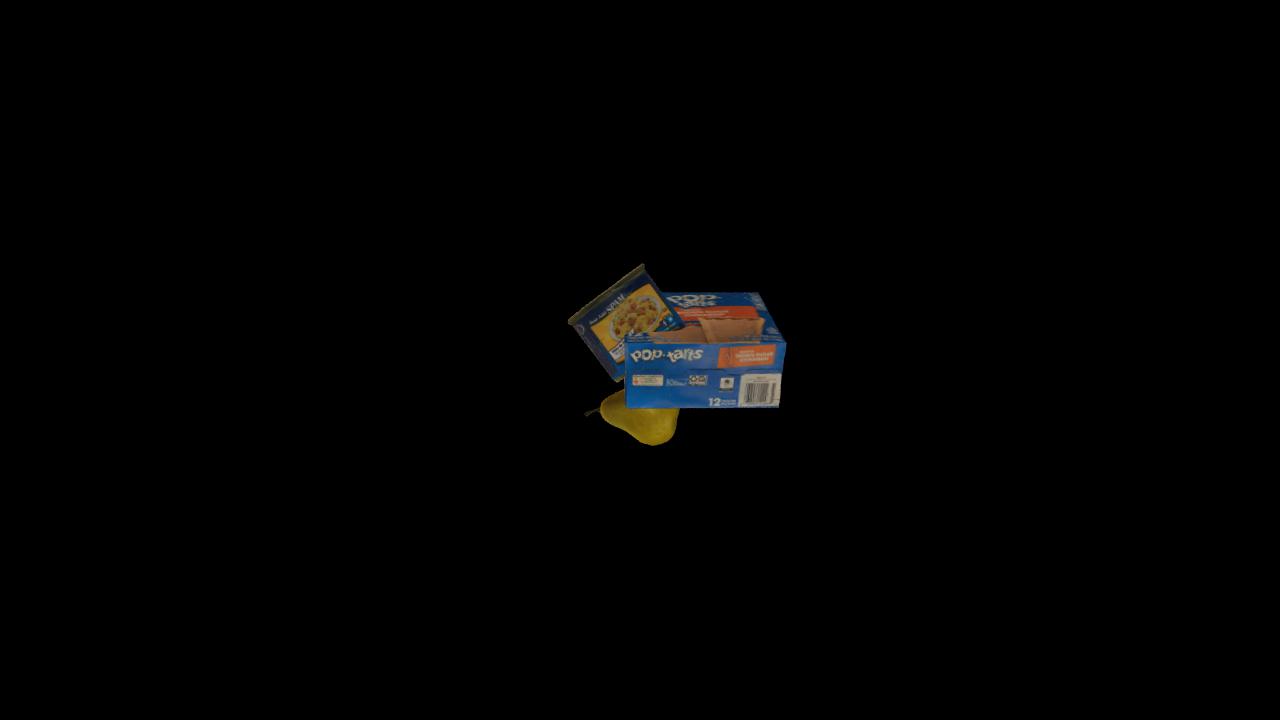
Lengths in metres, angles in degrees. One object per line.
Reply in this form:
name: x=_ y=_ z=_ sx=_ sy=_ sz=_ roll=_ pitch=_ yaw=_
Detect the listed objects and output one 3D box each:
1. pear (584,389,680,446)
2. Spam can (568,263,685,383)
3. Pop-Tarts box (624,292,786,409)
pear: x=-0.008 y=0.057 z=0.737 sx=0.111 sy=0.080 sz=0.080 roll=12 pitch=1 yaw=4
Spam can: x=-0.012 y=-0.038 z=0.658 sx=0.101 sy=0.085 sz=0.058 roll=-38 pitch=3 yaw=-5
Pop-Tarts box: x=0.064 y=-0.015 z=0.694 sx=0.167 sy=0.083 sz=0.141 roll=1 pitch=28 yaw=-2
